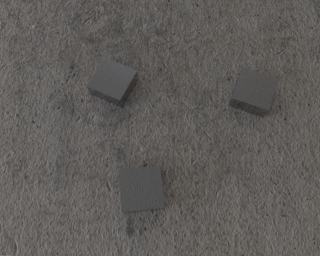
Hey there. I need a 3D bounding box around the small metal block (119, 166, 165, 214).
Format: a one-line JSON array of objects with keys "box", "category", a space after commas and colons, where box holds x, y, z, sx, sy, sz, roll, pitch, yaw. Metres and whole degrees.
[{"box": [-0.022, 0.076, 0.380, 0.050, 0.025, 0.050, -6, 70, -2], "category": "small metal block"}]

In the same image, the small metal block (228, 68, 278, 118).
[{"box": [0.128, -0.049, 0.427, 0.050, 0.025, 0.050, 20, 71, 7], "category": "small metal block"}]

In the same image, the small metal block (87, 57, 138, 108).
[{"box": [-0.065, -0.063, 0.431, 0.050, 0.025, 0.050, 24, 72, 8], "category": "small metal block"}]
